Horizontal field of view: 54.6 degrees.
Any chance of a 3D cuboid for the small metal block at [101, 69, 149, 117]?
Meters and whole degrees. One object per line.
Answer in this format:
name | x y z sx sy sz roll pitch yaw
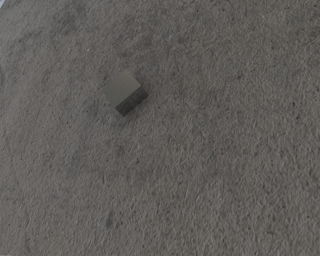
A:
small metal block | -0.053 -0.053 0.466 0.050 0.025 0.050 -40 51 1
